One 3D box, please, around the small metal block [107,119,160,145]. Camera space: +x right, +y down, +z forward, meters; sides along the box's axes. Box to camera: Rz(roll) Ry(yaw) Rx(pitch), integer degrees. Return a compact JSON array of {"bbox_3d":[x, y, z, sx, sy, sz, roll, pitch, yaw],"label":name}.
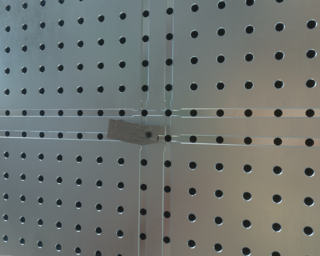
[{"bbox_3d":[-0.034,0.005,0.410,0.050,0.050,0.025,10,94,19],"label":"small metal block"}]
